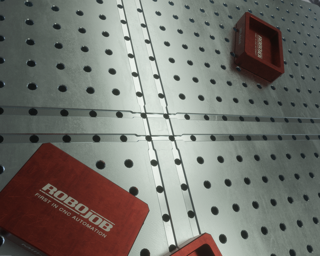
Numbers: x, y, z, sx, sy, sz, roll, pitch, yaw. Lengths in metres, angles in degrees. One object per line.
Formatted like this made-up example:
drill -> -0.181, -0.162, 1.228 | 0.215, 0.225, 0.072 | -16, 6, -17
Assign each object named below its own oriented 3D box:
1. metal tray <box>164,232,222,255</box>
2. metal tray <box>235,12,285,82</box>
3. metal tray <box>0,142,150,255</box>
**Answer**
metal tray -> 0.018, 0.175, 0.307 | 0.131, 0.030, 0.090 | -18, 71, -35
metal tray -> 0.194, -0.160, 0.605 | 0.090, 0.030, 0.130 | 23, 53, -14
metal tray -> -0.086, 0.085, 0.306 | 0.130, 0.030, 0.090 | 34, 51, -6
